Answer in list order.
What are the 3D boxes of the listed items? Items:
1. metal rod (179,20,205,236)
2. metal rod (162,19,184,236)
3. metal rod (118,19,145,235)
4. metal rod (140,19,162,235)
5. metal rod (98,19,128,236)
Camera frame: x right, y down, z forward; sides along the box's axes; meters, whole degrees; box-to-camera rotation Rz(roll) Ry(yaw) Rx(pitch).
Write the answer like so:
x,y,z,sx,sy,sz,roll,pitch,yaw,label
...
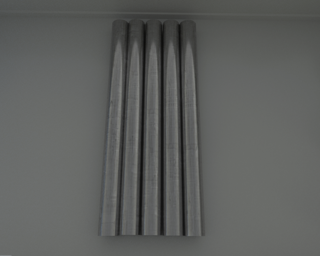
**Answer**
x,y,z,sx,sy,sz,roll,pitch,yaw,label
0.041,-0.014,0.413,0.025,0.025,0.299,0,70,0,metal rod
0.016,-0.014,0.414,0.025,0.025,0.299,0,70,0,metal rod
-0.035,-0.015,0.413,0.025,0.025,0.299,0,70,0,metal rod
-0.010,-0.015,0.414,0.025,0.025,0.299,0,70,0,metal rod
-0.059,-0.014,0.413,0.025,0.025,0.299,0,70,0,metal rod
